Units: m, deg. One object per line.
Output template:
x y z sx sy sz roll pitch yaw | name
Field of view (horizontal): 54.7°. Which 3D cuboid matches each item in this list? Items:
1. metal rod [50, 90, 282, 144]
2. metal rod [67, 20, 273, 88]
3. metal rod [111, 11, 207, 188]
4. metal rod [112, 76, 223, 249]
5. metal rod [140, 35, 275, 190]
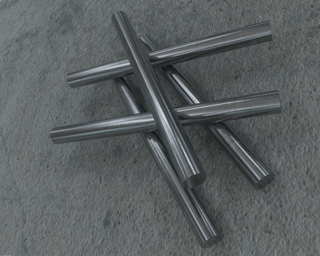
-0.011 -0.008 0.383 0.301 0.025 0.025 -8 58 23 | metal rod
-0.002 -0.097 0.433 0.301 0.025 0.025 -9 58 23 | metal rod
-0.015 -0.059 0.384 0.025 0.025 0.299 -30 52 9 | metal rod
-0.009 0.012 0.400 0.025 0.025 0.300 -35 51 5 | metal rod
0.041 -0.042 0.408 0.025 0.025 0.300 -37 51 3 | metal rod
